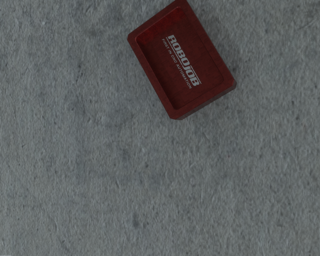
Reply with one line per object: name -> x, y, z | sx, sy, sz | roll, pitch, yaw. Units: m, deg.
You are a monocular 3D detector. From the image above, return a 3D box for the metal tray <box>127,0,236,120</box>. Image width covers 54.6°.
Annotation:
metal tray -> 0.026, -0.086, 0.397 | 0.090, 0.030, 0.130 | -31, 80, 17
